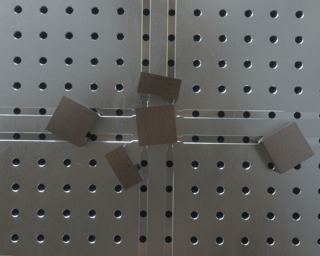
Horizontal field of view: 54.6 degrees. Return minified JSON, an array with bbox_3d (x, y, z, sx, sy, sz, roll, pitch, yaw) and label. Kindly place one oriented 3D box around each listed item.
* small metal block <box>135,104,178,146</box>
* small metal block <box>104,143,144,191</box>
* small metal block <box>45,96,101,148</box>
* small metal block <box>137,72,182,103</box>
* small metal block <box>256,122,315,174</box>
[{"bbox_3d":[-0.005,-0.003,0.413,0.050,0.025,0.050,-6,90,0],"label":"small metal block"},{"bbox_3d":[-0.044,0.048,0.401,0.025,0.050,0.050,-30,90,0],"label":"small metal block"},{"bbox_3d":[-0.114,-0.008,0.413,0.050,0.025,0.050,28,90,0],"label":"small metal block"},{"bbox_3d":[0.000,-0.051,0.401,0.050,0.050,0.025,11,90,0],"label":"small metal block"},{"bbox_3d":[0.167,0.026,0.414,0.050,0.025,0.050,-31,90,0],"label":"small metal block"}]
